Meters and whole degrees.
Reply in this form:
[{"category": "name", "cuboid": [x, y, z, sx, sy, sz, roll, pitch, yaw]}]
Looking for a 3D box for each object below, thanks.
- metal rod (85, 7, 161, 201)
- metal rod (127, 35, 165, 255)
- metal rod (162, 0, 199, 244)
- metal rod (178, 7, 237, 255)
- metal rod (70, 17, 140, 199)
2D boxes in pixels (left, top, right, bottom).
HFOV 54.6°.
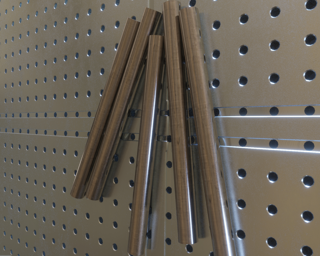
[{"category": "metal rod", "cuboid": [-0.058, -0.024, 0.459, 0.025, 0.025, 0.298, 32, 110, 35]}, {"category": "metal rod", "cuboid": [-0.018, 0.027, 0.425, 0.025, 0.025, 0.298, 10, 97, 39]}, {"category": "metal rod", "cuboid": [0.025, -0.010, 0.390, 0.025, 0.025, 0.299, -7, 86, 40]}, {"category": "metal rod", "cuboid": [0.055, 0.004, 0.365, 0.025, 0.025, 0.299, -13, 82, 39]}, {"category": "metal rod", "cuboid": [-0.087, -0.020, 0.482, 0.025, 0.025, 0.298, 34, 111, 35]}]
